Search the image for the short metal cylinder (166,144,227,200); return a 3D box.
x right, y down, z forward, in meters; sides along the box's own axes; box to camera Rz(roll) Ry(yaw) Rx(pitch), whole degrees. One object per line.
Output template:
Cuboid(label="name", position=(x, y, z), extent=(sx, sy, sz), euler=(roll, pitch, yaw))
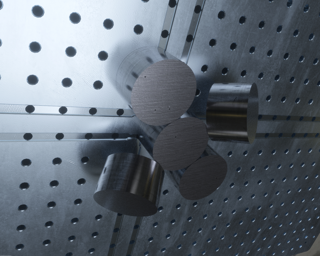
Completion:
Cuboid(label="short metal cylinder", position=(0.052, 0.060, 0.463), extent=(0.081, 0.050, 0.079), euler=(-14, 125, -21))

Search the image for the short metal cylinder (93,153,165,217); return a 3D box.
Cuboid(label="short metal cylinder", position=(-0.038, 0.074, 0.394), extent=(0.080, 0.050, 0.080), euler=(8, 145, 6))

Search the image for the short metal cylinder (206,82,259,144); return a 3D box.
Cuboid(label="short metal cylinder", position=(0.098, -0.020, 0.412), extent=(0.080, 0.050, 0.079), euler=(-14, 106, -62))

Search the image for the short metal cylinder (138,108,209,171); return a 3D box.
Cuboid(label="short metal cylinder", position=(0.017, 0.010, 0.412), extent=(0.081, 0.050, 0.079), euler=(-14, 125, -21))

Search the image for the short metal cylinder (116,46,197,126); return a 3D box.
Cuboid(label="short metal cylinder", position=(-0.005, -0.050, 0.363), extent=(0.081, 0.050, 0.079), euler=(-14, 125, -21))
